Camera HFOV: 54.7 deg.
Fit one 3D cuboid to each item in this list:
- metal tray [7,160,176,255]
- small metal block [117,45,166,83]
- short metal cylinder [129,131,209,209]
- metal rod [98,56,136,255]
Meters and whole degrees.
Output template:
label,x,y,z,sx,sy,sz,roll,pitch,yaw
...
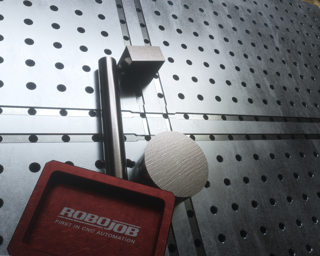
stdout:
label,x,y,z,sx,sy,sz,roll,pitch,yaw
metal tray,-0.058,0.091,0.292,0.131,0.030,0.090,16,60,-3
small metal block,-0.028,-0.088,0.430,0.050,0.050,0.025,-8,66,-32
short metal cylinder,0.010,0.050,0.366,0.081,0.050,0.080,14,56,-21
metal rod,-0.051,0.042,0.354,0.025,0.025,0.299,5,59,-26
